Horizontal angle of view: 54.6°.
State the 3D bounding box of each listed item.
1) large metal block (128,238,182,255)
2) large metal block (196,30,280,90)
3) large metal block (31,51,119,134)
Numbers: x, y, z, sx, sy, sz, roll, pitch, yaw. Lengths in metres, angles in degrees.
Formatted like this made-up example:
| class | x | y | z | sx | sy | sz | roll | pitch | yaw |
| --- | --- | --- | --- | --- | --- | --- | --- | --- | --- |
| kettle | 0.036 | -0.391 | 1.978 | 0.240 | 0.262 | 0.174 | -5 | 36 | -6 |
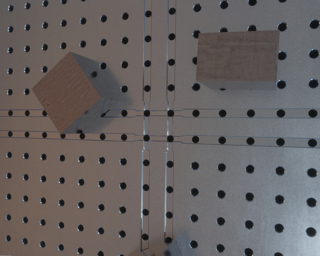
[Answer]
| class | x | y | z | sx | sy | sz | roll | pitch | yaw |
| --- | --- | --- | --- | --- | --- | --- | --- | --- | --- |
| large metal block | -0.006 | 0.203 | 0.402 | 0.080 | 0.050 | 0.080 | -27 | 81 | 18 |
| large metal block | 0.091 | -0.073 | 0.351 | 0.080 | 0.080 | 0.050 | 4 | 92 | 20 |
| large metal block | -0.120 | -0.047 | 0.442 | 0.080 | 0.050 | 0.080 | -39 | 78 | 16 |
